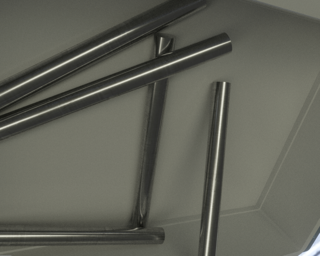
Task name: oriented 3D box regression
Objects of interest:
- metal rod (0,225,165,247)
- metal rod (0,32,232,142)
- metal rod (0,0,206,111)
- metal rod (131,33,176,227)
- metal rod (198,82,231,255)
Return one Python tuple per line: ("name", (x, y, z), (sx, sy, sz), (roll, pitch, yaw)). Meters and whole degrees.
("metal rod", (-0.131, 0.142, 0.407), (0.302, 0.025, 0.025), (10, 113, -27))
("metal rod", (-0.064, -0.039, 0.328), (0.302, 0.025, 0.025), (-22, 127, -7))
("metal rod", (-0.085, -0.072, 0.318), (0.302, 0.025, 0.025), (-29, 129, -10))
("metal rod", (-0.013, 0.026, 0.418), (0.025, 0.025, 0.298), (-6, 121, -26))
("metal rod", (0.072, 0.087, 0.424), (0.025, 0.025, 0.298), (4, 91, -31))
